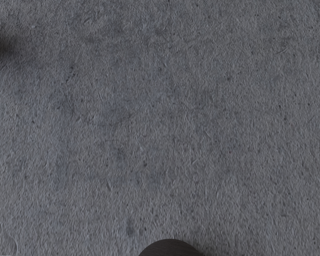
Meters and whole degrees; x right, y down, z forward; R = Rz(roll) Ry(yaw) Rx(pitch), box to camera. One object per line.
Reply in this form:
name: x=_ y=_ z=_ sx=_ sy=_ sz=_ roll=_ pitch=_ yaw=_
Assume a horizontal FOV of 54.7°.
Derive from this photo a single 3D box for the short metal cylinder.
short metal cylinder: x=0.010 y=0.162 z=0.335 sx=0.081 sy=0.050 sz=0.080 roll=0 pitch=70 yaw=0
